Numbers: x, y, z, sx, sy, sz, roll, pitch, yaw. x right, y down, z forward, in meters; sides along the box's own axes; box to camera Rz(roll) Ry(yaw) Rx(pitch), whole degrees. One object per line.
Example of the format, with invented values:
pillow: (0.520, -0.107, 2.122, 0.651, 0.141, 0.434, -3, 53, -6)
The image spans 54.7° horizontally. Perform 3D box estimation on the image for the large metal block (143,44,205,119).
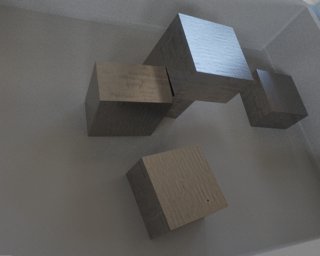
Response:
large metal block: (0.016, -0.070, 0.422, 0.050, 0.080, 0.080, 9, 58, -27)

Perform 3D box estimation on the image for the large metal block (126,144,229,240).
large metal block: (0.018, 0.071, 0.358, 0.081, 0.050, 0.080, -11, 67, -33)

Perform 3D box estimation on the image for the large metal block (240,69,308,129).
large metal block: (0.189, -0.046, 0.522, 0.081, 0.050, 0.080, 4, 60, -27)

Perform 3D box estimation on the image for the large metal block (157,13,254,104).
large metal block: (0.051, -0.079, 0.363, 0.081, 0.050, 0.080, 3, 61, -31)

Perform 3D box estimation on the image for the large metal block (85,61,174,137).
large metal block: (-0.040, -0.030, 0.364, 0.081, 0.080, 0.050, 0, 62, -23)
